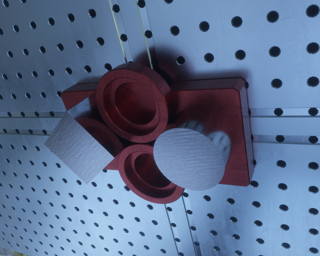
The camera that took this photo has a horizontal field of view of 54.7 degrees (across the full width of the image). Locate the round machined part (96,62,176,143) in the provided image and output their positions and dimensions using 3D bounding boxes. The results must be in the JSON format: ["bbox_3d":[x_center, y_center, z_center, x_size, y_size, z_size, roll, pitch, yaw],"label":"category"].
[{"bbox_3d":[-0.026,-0.034,0.381,0.098,0.042,0.097,13,124,21],"label":"round machined part"}]

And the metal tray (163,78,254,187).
[{"bbox_3d":[0.061,0.007,0.378,0.090,0.030,0.129,1,119,28],"label":"metal tray"}]

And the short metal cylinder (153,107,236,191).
[{"bbox_3d":[0.040,0.023,0.348,0.080,0.050,0.079,13,124,21],"label":"short metal cylinder"}]

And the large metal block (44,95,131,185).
[{"bbox_3d":[-0.096,0.017,0.417,0.080,0.050,0.080,45,129,-3],"label":"large metal block"}]

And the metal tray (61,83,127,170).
[{"bbox_3d":[-0.080,0.000,0.450,0.090,0.030,0.129,0,119,27],"label":"metal tray"}]

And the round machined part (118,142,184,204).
[{"bbox_3d":[-0.005,0.052,0.423,0.098,0.042,0.097,13,124,21],"label":"round machined part"}]
